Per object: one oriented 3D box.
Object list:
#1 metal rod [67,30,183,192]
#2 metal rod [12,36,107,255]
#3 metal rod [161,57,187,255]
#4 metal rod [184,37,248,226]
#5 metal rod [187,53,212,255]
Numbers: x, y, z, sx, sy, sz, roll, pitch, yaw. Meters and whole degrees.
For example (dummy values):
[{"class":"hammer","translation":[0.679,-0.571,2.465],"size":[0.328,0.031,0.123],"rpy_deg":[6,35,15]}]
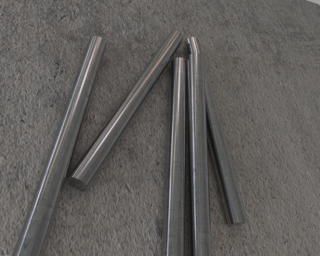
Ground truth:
[{"class":"metal rod","translation":[-0.030,-0.045,0.415],"size":[0.025,0.025,0.301],"rpy_deg":[34,51,-7]},{"class":"metal rod","translation":[-0.102,0.006,0.344],"size":[0.025,0.025,0.300],"rpy_deg":[19,54,-17]},{"class":"metal rod","translation":[0.021,0.025,0.399],"size":[0.025,0.025,0.300],"rpy_deg":[17,55,-19]},{"class":"metal rod","translation":[0.075,-0.013,0.451],"size":[0.025,0.025,0.299],"rpy_deg":[5,59,-26]},{"class":"metal rod","translation":[0.049,0.026,0.401],"size":[0.025,0.025,0.299],"rpy_deg":[14,60,-21]}]
